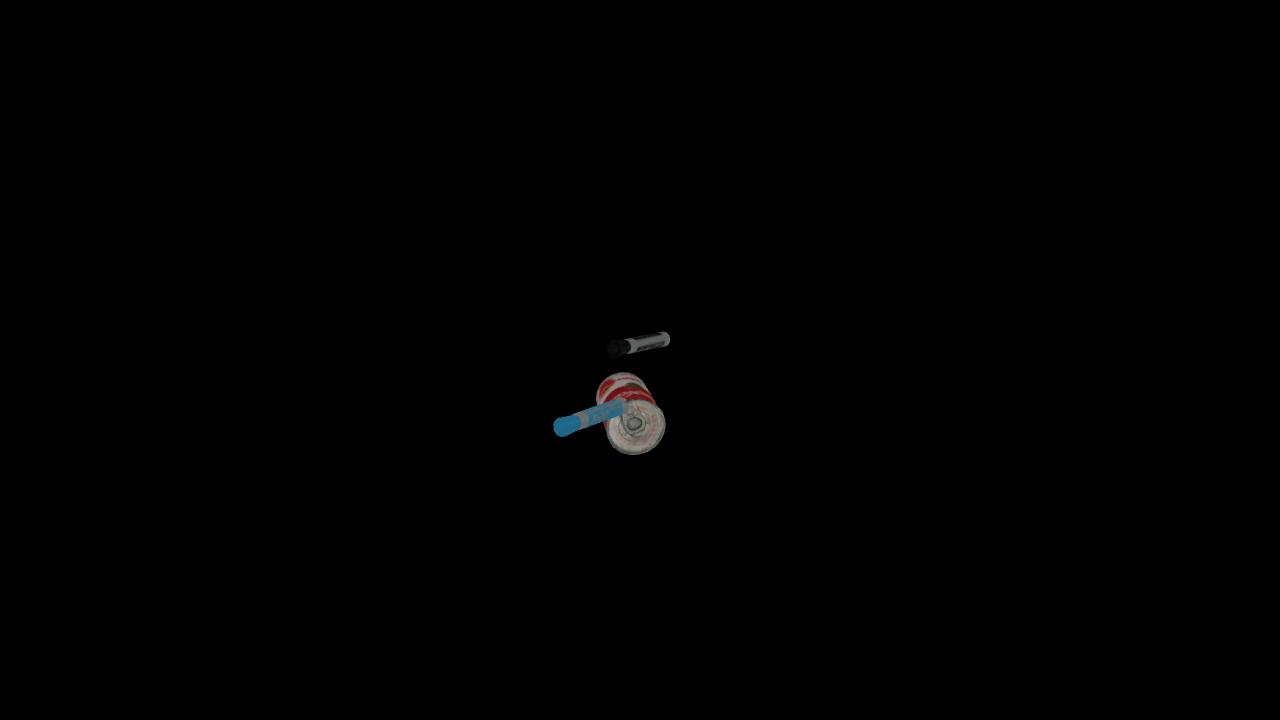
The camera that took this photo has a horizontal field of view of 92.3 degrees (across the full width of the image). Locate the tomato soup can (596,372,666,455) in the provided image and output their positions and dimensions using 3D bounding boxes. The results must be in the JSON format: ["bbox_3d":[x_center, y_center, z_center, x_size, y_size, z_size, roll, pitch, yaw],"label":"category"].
[{"bbox_3d":[-0.013,0.060,0.728,0.068,0.068,0.101,0,17,-11],"label":"tomato soup can"}]

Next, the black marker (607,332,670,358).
[{"bbox_3d":[0.000,-0.019,0.705,0.020,0.020,0.121,0,7,30],"label":"black marker"}]

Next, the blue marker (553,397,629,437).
[{"bbox_3d":[-0.048,0.058,0.629,0.020,0.020,0.121,0,7,29],"label":"blue marker"}]
